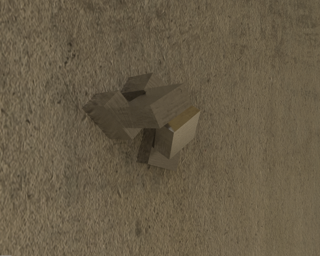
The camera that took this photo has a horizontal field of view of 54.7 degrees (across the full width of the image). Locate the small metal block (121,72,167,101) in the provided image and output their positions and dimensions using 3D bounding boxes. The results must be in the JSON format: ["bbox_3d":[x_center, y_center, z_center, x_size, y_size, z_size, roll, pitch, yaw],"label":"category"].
[{"bbox_3d":[-0.013,-0.040,0.381,0.050,0.050,0.025,39,66,-33],"label":"small metal block"}]

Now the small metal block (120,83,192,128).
[{"bbox_3d":[-0.004,-0.023,0.323,0.050,0.050,0.025,-36,113,-34],"label":"small metal block"}]

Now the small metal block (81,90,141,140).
[{"bbox_3d":[-0.053,-0.013,0.348,0.025,0.050,0.050,-53,121,-27],"label":"small metal block"}]

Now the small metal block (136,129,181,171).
[{"bbox_3d":[0.001,0.027,0.409,0.050,0.025,0.050,21,77,-38],"label":"small metal block"}]

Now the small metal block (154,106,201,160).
[{"bbox_3d":[0.020,0.003,0.377,0.050,0.025,0.050,-38,151,-33],"label":"small metal block"}]
